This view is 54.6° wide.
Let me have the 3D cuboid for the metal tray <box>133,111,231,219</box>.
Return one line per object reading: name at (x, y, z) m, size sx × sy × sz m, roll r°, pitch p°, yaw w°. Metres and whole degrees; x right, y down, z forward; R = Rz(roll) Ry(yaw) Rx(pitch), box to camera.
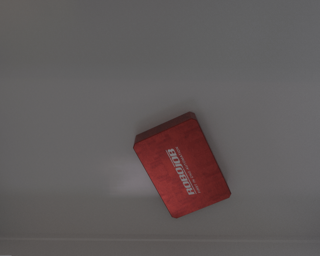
metal tray at (0.032, 0.053, 0.428) m, size 0.090 × 0.030 × 0.130 m, roll -24°, pitch 109°, yaw 8°
